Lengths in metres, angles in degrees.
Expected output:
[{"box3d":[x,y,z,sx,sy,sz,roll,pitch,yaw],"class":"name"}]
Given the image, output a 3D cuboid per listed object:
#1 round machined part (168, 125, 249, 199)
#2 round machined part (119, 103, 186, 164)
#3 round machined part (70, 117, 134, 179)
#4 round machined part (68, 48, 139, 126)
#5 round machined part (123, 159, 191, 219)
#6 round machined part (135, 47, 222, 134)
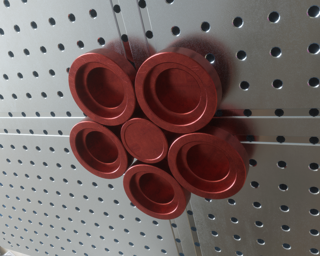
[{"box3d":[0.063,0.038,0.391,0.098,0.042,0.097,13,124,21],"class":"round machined part"},{"box3d":[-0.012,0.008,0.412,0.098,0.042,0.097,13,124,21],"class":"round machined part"},{"box3d":[-0.080,0.024,0.457,0.098,0.042,0.097,13,124,21],"class":"round machined part"},{"box3d":[-0.065,-0.055,0.401,0.098,0.042,0.097,13,124,21],"class":"round machined part"},{"box3d":[-0.001,0.082,0.451,0.098,0.042,0.097,13,124,21],"class":"round machined part"},{"box3d":[0.024,-0.046,0.359,0.098,0.042,0.097,13,124,21],"class":"round machined part"}]
